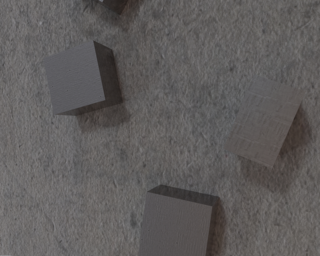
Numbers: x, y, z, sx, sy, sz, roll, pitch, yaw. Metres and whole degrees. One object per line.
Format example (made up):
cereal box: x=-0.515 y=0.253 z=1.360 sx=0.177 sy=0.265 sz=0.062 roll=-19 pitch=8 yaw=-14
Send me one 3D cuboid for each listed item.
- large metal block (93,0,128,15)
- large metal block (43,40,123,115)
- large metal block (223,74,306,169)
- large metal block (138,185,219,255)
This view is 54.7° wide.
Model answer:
large metal block: x=-0.077 y=-0.215 z=0.422 sx=0.080 sy=0.050 sz=0.080 roll=33 pitch=101 yaw=16
large metal block: x=-0.106 y=-0.066 z=0.432 sx=0.080 sy=0.050 sz=0.080 roll=-14 pitch=86 yaw=19
large metal block: x=0.114 y=-0.007 z=0.339 sx=0.050 sy=0.080 sz=0.080 roll=23 pitch=98 yaw=18
large metal block: x=0.025 y=0.122 z=0.386 sx=0.080 sy=0.050 sz=0.079 roll=8 pitch=93 yaw=19
